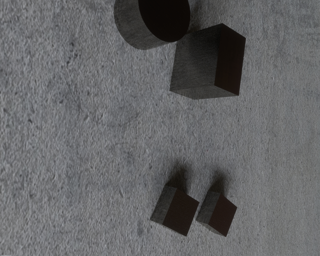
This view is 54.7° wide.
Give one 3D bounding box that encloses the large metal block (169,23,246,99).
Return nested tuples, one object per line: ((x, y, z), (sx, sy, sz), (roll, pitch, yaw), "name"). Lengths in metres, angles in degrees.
((0.064, -0.086, 0.422), (0.050, 0.080, 0.080), (14, 81, -39), "large metal block")

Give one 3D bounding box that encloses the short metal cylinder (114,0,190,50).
((-0.009, -0.141, 0.380), (0.081, 0.050, 0.080), (0, 90, -40), "short metal cylinder")

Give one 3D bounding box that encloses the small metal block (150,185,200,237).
((0.021, 0.113, 0.423), (0.050, 0.025, 0.050), (38, 67, -34), "small metal block")

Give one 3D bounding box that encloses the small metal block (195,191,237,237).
((0.088, 0.132, 0.479), (0.050, 0.025, 0.050), (42, 65, -32), "small metal block")
